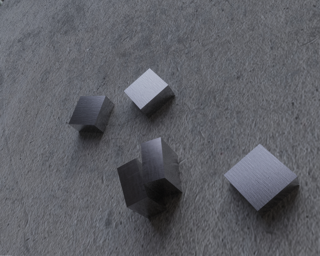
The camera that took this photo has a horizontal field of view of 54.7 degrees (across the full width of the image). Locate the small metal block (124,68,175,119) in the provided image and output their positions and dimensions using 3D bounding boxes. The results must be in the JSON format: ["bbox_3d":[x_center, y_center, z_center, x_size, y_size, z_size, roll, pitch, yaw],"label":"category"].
[{"bbox_3d":[-0.015,-0.050,0.443,0.050,0.025,0.050,-42,51,-1],"label":"small metal block"}]

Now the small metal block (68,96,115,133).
[{"bbox_3d":[-0.104,-0.021,0.471,0.050,0.025,0.050,2,63,29],"label":"small metal block"}]

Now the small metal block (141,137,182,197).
[{"bbox_3d":[0.002,0.046,0.358,0.025,0.050,0.050,-18,55,18],"label":"small metal block"}]

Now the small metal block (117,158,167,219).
[{"bbox_3d":[-0.021,0.070,0.356,0.025,0.050,0.050,-29,52,10],"label":"small metal block"}]

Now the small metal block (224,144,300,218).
[{"bbox_3d":[0.103,0.053,0.317,0.050,0.025,0.050,-41,51,0],"label":"small metal block"}]
